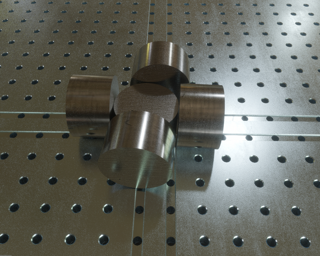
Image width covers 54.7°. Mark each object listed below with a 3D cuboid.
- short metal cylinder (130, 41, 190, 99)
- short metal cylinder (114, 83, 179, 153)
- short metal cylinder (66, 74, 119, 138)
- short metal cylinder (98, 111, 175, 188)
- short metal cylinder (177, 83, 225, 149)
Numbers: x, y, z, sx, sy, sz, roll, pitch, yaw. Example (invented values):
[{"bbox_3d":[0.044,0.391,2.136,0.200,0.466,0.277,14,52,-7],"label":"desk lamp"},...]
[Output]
[{"bbox_3d":[0.001,-0.073,0.433,0.080,0.080,0.050,2,50,2],"label":"short metal cylinder"},{"bbox_3d":[-0.017,-0.013,0.403,0.081,0.050,0.080,1,50,-1],"label":"short metal cylinder"},{"bbox_3d":[-0.083,-0.028,0.394,0.050,0.080,0.080,2,50,0],"label":"short metal cylinder"},{"bbox_3d":[-0.024,0.026,0.348,0.080,0.080,0.050,5,50,4],"label":"short metal cylinder"},{"bbox_3d":[0.048,-0.015,0.385,0.050,0.080,0.080,3,50,2],"label":"short metal cylinder"}]
